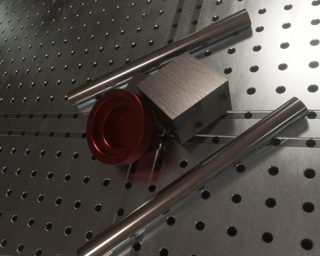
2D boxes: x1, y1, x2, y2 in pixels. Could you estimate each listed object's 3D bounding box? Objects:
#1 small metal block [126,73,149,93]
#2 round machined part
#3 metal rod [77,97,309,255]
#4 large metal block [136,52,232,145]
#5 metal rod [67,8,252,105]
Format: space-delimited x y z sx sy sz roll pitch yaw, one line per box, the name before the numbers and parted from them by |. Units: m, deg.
small metal block | -0.024 -0.049 0.450 0.050 0.025 0.050 18 71 34
round machined part | -0.047 0.000 0.407 0.098 0.042 0.098 -7 77 33
metal rod | 0.033 0.063 0.350 0.300 0.025 0.025 -36 51 4
large metal block | 0.030 -0.040 0.390 0.080 0.050 0.080 -36 51 -10
metal rod | -0.010 -0.103 0.475 0.301 0.025 0.025 -22 54 14
